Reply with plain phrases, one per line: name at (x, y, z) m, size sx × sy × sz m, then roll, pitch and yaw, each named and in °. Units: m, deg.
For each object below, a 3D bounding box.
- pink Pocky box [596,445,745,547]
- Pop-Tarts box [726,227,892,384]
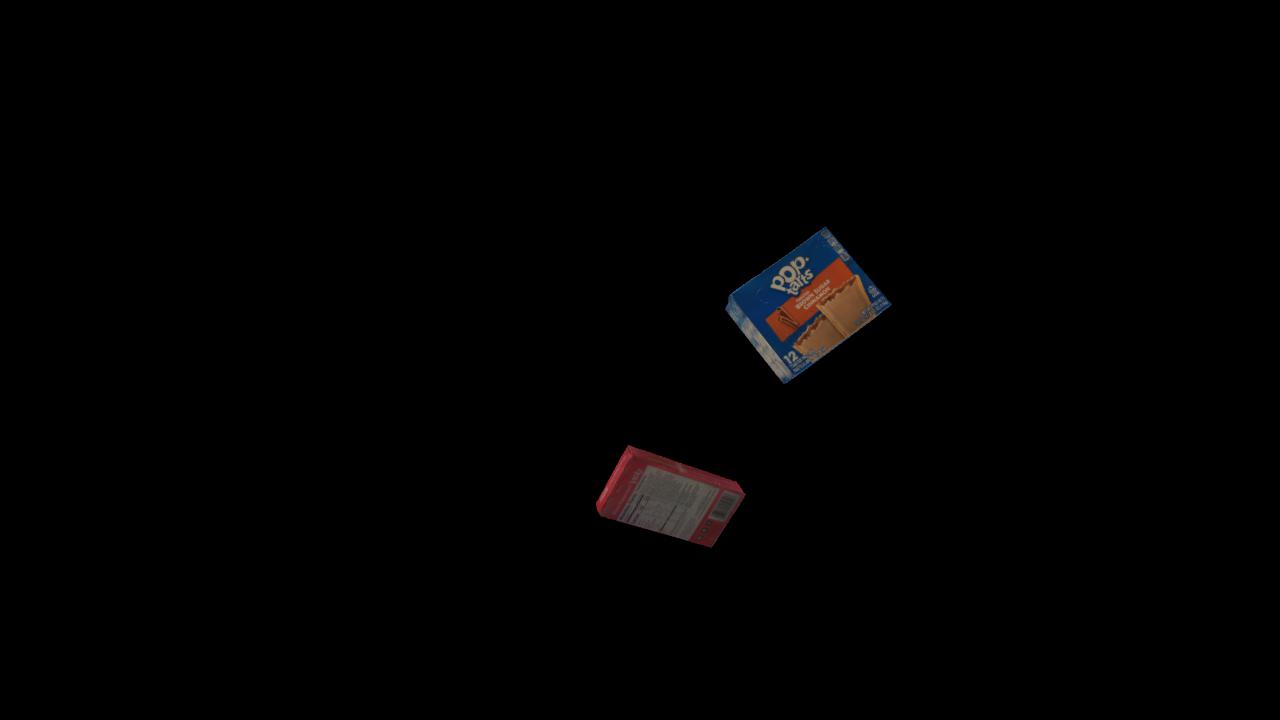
pink Pocky box at (0.036, 0.159, 0.708) m, size 0.155 × 0.084 × 0.029 m, roll 21°, pitch 17°, yaw -21°
Pop-Tarts box at (0.229, -0.074, 0.855) m, size 0.167 × 0.141 × 0.083 m, roll -35°, pitch -10°, yaw -6°
